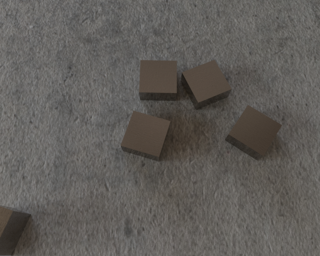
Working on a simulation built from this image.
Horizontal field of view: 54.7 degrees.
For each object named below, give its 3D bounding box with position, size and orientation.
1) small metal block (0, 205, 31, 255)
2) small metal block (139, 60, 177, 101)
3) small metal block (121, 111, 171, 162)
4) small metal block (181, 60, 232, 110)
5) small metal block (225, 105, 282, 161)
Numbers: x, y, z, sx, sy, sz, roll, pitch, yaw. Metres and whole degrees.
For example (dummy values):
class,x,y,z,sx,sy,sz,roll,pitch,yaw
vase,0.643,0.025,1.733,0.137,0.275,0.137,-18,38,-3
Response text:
class,x,y,z,sx,sy,sz,roll,pitch,yaw
small metal block,-0.178,0.116,0.350,0.025,0.050,0.050,17,71,6
small metal block,-0.002,-0.066,0.432,0.050,0.025,0.050,1,70,0
small metal block,-0.018,0.011,0.404,0.050,0.025,0.050,16,71,5
small metal block,0.063,-0.060,0.431,0.050,0.025,0.050,-23,72,-8
small metal block,0.122,0.006,0.407,0.050,0.025,0.050,33,73,11
